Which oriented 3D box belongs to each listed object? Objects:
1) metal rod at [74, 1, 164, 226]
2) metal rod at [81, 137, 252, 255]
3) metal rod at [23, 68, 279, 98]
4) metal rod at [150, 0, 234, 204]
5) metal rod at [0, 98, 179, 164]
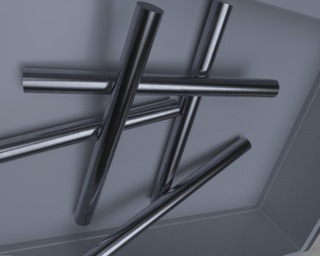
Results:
[{"bbox_3d":[-0.058,0.010,0.349,0.025,0.025,0.298,2,128,-30],"label":"metal rod"},{"bbox_3d":[0.020,0.101,0.451,0.302,0.025,0.025,-33,130,-20],"label":"metal rod"},{"bbox_3d":[0.007,-0.050,0.358,0.303,0.025,0.025,-1,119,-20],"label":"metal rod"},{"bbox_3d":[0.035,-0.015,0.420,0.025,0.025,0.298,2,118,-30],"label":"metal rod"},{"bbox_3d":[-0.117,0.011,0.352,0.302,0.025,0.025,-15,125,-20],"label":"metal rod"}]
